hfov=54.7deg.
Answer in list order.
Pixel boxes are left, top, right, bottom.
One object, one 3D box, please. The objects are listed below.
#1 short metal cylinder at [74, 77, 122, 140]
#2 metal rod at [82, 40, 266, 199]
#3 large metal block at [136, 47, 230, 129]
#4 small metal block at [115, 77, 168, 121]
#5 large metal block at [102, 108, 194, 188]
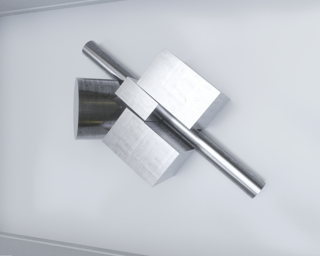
[{"bbox_3d":[-0.083,-0.024,0.402,0.050,0.080,0.079,1,90,-20],"label":"short metal cylinder"},{"bbox_3d":[0.008,-0.020,0.406,0.300,0.025,0.025,41,103,15],"label":"metal rod"},{"bbox_3d":[0.031,-0.043,0.369,0.080,0.080,0.050,42,103,15],"label":"large metal block"},{"bbox_3d":[-0.019,-0.034,0.377,0.050,0.050,0.025,42,103,14],"label":"small metal block"},{"bbox_3d":[-0.010,0.021,0.383,0.080,0.080,0.050,41,103,15],"label":"large metal block"}]
